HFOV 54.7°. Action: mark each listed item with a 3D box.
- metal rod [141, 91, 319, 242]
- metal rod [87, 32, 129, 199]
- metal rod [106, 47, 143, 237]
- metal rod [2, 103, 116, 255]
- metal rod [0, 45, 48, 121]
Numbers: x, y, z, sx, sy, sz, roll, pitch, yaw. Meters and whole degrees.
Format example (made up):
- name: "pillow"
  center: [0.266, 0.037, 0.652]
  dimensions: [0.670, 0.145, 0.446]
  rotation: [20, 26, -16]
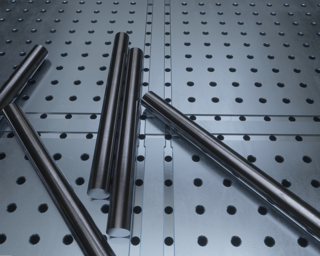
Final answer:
- name: "metal rod"
  center: [0.087, 0.040, 0.374]
  dimensions: [0.025, 0.025, 0.300]
  rotation: [-37, 59, -27]
- name: "metal rod"
  center: [-0.067, -0.041, 0.441]
  dimensions: [0.025, 0.025, 0.300]
  rotation: [1, 50, 0]
- name: "metal rod"
  center: [-0.041, -0.008, 0.413]
  dimensions: [0.025, 0.025, 0.300]
  rotation: [1, 50, 0]
- name: "metal rod"
  center: [-0.113, 0.069, 0.348]
  dimensions: [0.025, 0.025, 0.300]
  rotation: [-30, 56, -23]
- name: "metal rod"
  center: [-0.228, -0.015, 0.417]
  dimensions: [0.025, 0.025, 0.300]
  rotation: [10, 51, 7]
